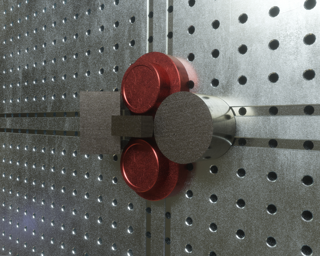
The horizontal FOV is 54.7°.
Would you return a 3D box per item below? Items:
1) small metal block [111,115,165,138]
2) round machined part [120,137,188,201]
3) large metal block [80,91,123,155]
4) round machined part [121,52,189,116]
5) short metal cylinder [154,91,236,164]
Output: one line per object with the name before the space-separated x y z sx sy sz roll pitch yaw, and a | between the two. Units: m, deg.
small metal block | -0.024 -0.002 0.385 0.050 0.050 0.025 2 92 40
round machined part | -0.015 0.048 0.411 0.098 0.042 0.097 0 90 40
large metal block | -0.078 -0.007 0.431 0.050 0.080 0.080 0 90 -4
round machined part | -0.013 -0.052 0.410 0.098 0.042 0.097 0 90 40
short metal cylinder | 0.039 -0.001 0.359 0.080 0.050 0.080 0 90 40
